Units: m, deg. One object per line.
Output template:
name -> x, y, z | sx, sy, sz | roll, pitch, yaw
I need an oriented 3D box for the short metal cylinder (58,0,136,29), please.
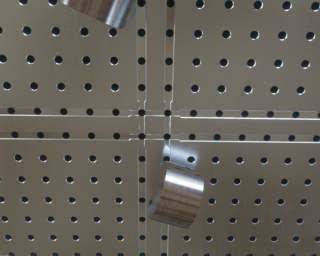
short metal cylinder -> -0.066, -0.146, 0.329 | 0.080, 0.080, 0.050 | 24, 108, -9

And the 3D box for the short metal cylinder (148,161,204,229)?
short metal cylinder -> 0.020, 0.089, 0.417 | 0.050, 0.080, 0.079 | 18, 109, -7
